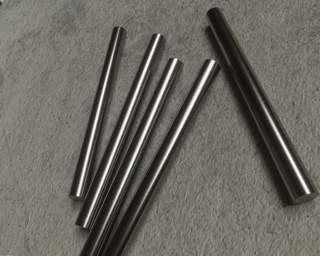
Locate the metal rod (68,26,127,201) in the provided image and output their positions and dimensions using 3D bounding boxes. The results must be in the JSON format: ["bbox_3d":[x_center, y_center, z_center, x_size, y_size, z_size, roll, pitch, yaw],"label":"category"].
[{"bbox_3d":[-0.089,-0.039,0.474,0.025,0.025,0.299,-6,59,25],"label":"metal rod"}]

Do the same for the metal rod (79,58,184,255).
[{"bbox_3d":[-0.032,0.036,0.398,0.025,0.025,0.300,10,66,32],"label":"metal rod"}]

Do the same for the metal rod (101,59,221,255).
[{"bbox_3d":[0.003,0.042,0.376,0.025,0.025,0.300,17,70,34],"label":"metal rod"}]

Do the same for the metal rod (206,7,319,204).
[{"bbox_3d":[0.109,-0.052,0.378,0.025,0.025,0.299,-24,53,14],"label":"metal rod"}]

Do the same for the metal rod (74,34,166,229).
[{"bbox_3d":[-0.047,-0.010,0.434,0.025,0.025,0.300,5,64,30],"label":"metal rod"}]
